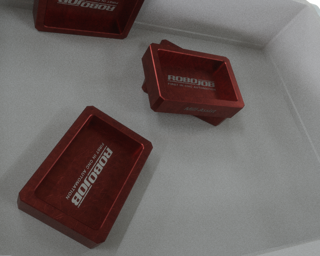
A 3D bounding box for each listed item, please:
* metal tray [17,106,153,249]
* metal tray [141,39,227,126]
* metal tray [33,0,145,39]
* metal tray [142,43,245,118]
[{"bbox_3d":[-0.074,0.047,0.333,0.090,0.030,0.130,33,51,-7],"label":"metal tray"},{"bbox_3d":[0.046,-0.069,0.468,0.131,0.030,0.090,25,53,-13],"label":"metal tray"},{"bbox_3d":[-0.094,-0.166,0.413,0.131,0.090,0.030,-3,64,-30],"label":"metal tray"},{"bbox_3d":[0.046,-0.063,0.425,0.131,0.030,0.090,3,60,-27],"label":"metal tray"}]
